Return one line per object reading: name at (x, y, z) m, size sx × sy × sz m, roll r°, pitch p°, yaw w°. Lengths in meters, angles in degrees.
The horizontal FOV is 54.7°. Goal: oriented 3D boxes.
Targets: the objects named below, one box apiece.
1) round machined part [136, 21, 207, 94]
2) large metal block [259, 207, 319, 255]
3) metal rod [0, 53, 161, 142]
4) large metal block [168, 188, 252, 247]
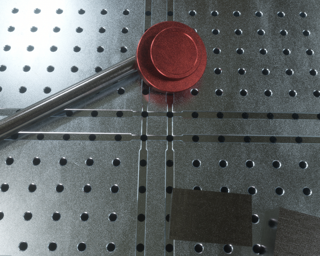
round machined part at (0.018, -0.097, 0.420) m, size 0.099 × 0.042 × 0.097 m, roll 0°, pitch 90°, yaw -11°
large metal block at (0.161, 0.141, 0.348) m, size 0.080 × 0.050 × 0.080 m, roll 14°, pitch 71°, yaw 5°
metal rod at (-0.119, -0.046, 0.427) m, size 0.302 × 0.025 × 0.025 m, roll -29°, pitch 73°, yaw -10°
large metal block at (0.051, 0.101, 0.346) m, size 0.080 × 0.080 × 0.050 m, roll 5°, pitch 70°, yaw 2°
